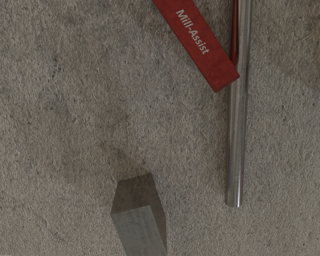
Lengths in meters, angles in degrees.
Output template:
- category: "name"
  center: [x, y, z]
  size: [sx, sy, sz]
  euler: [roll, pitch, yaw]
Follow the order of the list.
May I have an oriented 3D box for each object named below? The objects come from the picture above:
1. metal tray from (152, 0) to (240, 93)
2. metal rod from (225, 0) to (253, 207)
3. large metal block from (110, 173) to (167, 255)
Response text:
- category: "metal tray"
  center: [0.031, -0.107, 0.336]
  size: [0.030, 0.090, 0.130]
  euler: [-34, 107, 11]
- category: "metal rod"
  center: [0.100, -0.031, 0.399]
  size: [0.025, 0.025, 0.298]
  euler: [-3, 110, 0]
- category: "large metal block"
  center: [-0.026, 0.121, 0.425]
  size: [0.050, 0.080, 0.080]
  euler: [-15, 110, 5]
